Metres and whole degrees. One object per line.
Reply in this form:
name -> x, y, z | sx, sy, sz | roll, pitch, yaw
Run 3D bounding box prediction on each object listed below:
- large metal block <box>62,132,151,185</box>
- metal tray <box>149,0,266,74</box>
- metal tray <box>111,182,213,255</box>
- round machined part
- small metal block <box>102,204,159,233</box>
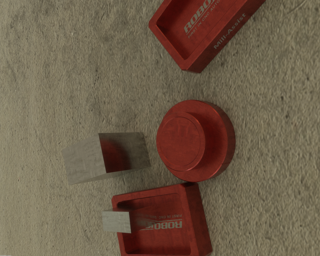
large metal block -> -0.073, 0.041, 0.427 | 0.080, 0.081, 0.050 | -22, 76, 37
metal tray -> 0.053, -0.139, 0.356 | 0.129, 0.030, 0.090 | -47, 62, 29
metal tray -> -0.003, 0.123, 0.402 | 0.130, 0.030, 0.090 | -19, 78, 38
round machined part -> 0.035, 0.015, 0.364 | 0.098, 0.042, 0.097 | 0, 90, 39
small metal block -> -0.039, 0.116, 0.402 | 0.050, 0.050, 0.025 | -11, 83, 39
